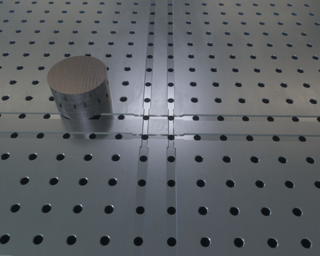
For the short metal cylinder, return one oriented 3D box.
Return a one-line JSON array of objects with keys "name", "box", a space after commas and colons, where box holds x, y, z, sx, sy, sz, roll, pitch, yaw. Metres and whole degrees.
[{"name": "short metal cylinder", "box": [-0.112, -0.058, 0.440, 0.080, 0.050, 0.080, 0, 50, 0]}]
